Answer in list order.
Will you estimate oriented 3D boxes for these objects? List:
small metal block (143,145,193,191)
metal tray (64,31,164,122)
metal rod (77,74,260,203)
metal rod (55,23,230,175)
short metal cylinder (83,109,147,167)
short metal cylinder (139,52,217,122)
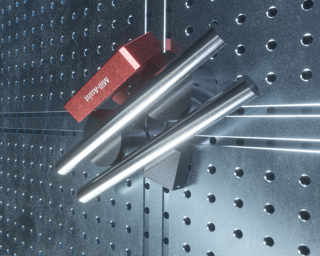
[{"bbox_3d":[0.009,0.046,0.399,0.050,0.025,0.050,19,102,38],"label":"small metal block"},{"bbox_3d":[-0.061,-0.067,0.413,0.130,0.090,0.030,-35,100,34],"label":"metal tray"},{"bbox_3d":[-0.012,0.030,0.384,0.299,0.025,0.025,-35,69,34],"label":"metal rod"},{"bbox_3d":[-0.043,-0.016,0.376,0.299,0.025,0.025,-36,68,33],"label":"metal rod"},{"bbox_3d":[-0.065,0.014,0.444,0.080,0.050,0.079,0,90,39],"label":"short metal cylinder"},{"bbox_3d":[0.021,-0.047,0.375,0.080,0.050,0.079,0,90,39],"label":"short metal cylinder"}]
